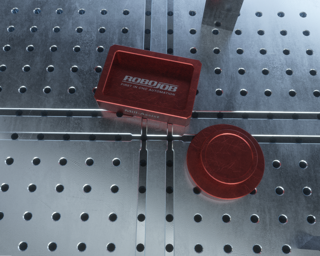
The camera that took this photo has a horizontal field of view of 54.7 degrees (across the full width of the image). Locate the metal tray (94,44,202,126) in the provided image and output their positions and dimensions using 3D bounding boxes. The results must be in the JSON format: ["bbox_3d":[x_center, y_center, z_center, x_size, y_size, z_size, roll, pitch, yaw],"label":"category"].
[{"bbox_3d":[-0.015,-0.060,0.430,0.131,0.030,0.090,12,70,4],"label":"metal tray"}]

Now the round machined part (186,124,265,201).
[{"bbox_3d":[0.083,0.040,0.389,0.099,0.042,0.098,0,70,0],"label":"round machined part"}]

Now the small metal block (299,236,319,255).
[{"bbox_3d":[0.193,0.150,0.345,0.025,0.050,0.050,-34,74,-11],"label":"small metal block"}]

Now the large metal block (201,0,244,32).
[{"bbox_3d":[0.101,-0.206,0.458,0.050,0.080,0.080,16,71,6],"label":"large metal block"}]
